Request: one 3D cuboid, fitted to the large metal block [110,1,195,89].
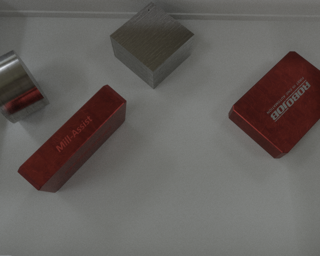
[{"bbox_3d":[-0.011,-0.116,0.439,0.080,0.050,0.080,42,75,13],"label":"large metal block"}]

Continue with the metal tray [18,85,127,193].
[{"bbox_3d":[-0.095,0.016,0.366,0.030,0.090,0.130,41,75,3],"label":"metal tray"}]

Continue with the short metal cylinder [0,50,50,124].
[{"bbox_3d":[-0.187,-0.053,0.397,0.050,0.080,0.080,-33,74,-11],"label":"short metal cylinder"}]

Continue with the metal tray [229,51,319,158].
[{"bbox_3d":[0.170,-0.034,0.421,0.130,0.030,0.090,-42,76,-14],"label":"metal tray"}]
